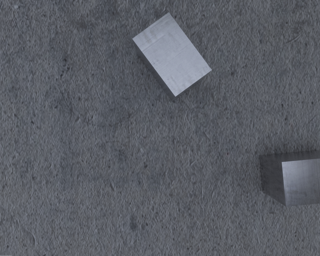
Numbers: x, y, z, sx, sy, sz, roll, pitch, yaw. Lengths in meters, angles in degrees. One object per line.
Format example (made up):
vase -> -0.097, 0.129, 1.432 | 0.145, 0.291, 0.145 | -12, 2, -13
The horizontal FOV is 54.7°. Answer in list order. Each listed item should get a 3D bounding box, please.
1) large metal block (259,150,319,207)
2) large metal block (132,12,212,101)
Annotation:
large metal block -> 0.178, 0.059, 0.384 | 0.080, 0.080, 0.050 | -5, 90, 0
large metal block -> 0.013, -0.082, 0.382 | 0.050, 0.080, 0.080 | -37, 90, 0
